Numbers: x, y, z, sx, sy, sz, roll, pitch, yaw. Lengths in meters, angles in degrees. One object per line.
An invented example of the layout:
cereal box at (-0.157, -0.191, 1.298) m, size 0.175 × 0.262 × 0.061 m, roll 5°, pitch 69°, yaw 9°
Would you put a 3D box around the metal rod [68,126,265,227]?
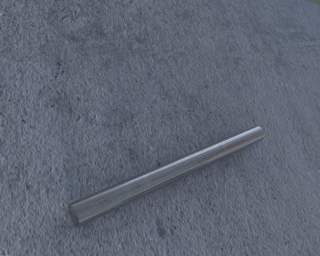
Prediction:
metal rod at (0.033, 0.047, 0.391) m, size 0.302 × 0.025 × 0.025 m, roll -18°, pitch 72°, yaw -35°
